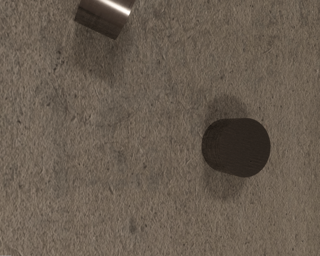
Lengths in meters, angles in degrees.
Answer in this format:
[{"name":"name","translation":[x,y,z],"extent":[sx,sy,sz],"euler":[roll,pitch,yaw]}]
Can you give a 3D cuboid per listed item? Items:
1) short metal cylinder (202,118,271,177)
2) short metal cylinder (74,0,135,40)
[{"name":"short metal cylinder","translation":[0.106,0.026,0.437],"extent":[0.081,0.050,0.079],"euler":[0,90,-21]},{"name":"short metal cylinder","translation":[-0.060,-0.150,0.358],"extent":[0.050,0.080,0.080],"euler":[22,83,-19]}]
